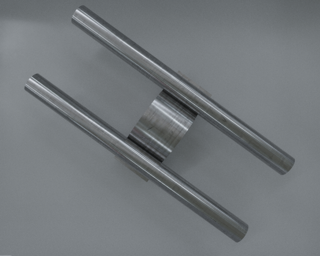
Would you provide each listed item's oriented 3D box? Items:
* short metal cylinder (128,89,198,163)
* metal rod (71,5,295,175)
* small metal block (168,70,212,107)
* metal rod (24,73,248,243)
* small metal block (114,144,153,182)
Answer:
[{"bbox_3d":[0.003,-0.003,0.382,0.050,0.080,0.080,37,90,-1],"label":"short metal cylinder"},{"bbox_3d":[0.027,-0.043,0.360,0.301,0.025,0.025,36,90,-1],"label":"metal rod"},{"bbox_3d":[0.035,-0.045,0.397,0.050,0.050,0.025,37,90,-1],"label":"small metal block"},{"bbox_3d":[-0.027,0.035,0.361,0.301,0.025,0.025,36,90,0],"label":"metal rod"},{"bbox_3d":[-0.028,0.040,0.397,0.050,0.050,0.025,37,90,-1],"label":"small metal block"}]
